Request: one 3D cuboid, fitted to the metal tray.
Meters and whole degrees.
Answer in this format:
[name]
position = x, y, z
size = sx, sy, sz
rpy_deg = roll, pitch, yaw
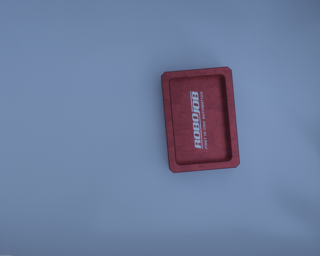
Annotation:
[metal tray]
position = 0.052, -0.011, 0.409
size = 0.090, 0.030, 0.129
rpy_deg = -5, 90, 0
